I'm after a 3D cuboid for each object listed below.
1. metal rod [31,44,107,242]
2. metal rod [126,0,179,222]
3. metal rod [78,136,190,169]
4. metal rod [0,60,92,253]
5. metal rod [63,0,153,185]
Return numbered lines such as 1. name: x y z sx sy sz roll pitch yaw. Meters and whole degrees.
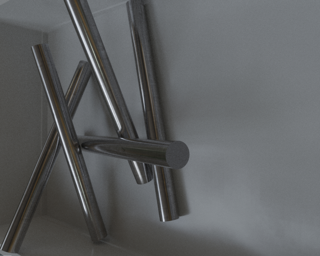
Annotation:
1. metal rod: -0.133 0.026 0.460 0.025 0.025 0.298 -10 99 39
2. metal rod: -0.012 -0.029 0.416 0.025 0.025 0.298 -15 80 39
3. metal rod: -0.062 0.024 0.397 0.299 0.025 0.025 0 90 59
4. metal rod: -0.165 0.033 0.469 0.025 0.025 0.299 5 70 40
5. metal rod: -0.068 -0.063 0.382 0.025 0.025 0.298 -4 113 40
